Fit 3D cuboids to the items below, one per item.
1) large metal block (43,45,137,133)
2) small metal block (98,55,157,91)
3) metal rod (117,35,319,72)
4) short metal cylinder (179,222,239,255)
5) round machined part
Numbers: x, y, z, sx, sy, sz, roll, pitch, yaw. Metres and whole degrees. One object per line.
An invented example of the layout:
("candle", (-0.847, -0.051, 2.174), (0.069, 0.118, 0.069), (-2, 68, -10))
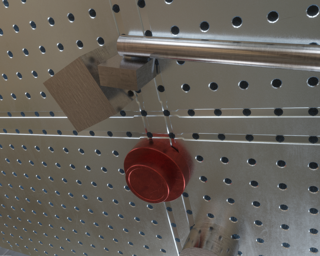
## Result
("large metal block", (-0.093, -0.050, 0.413), (0.080, 0.050, 0.080), (-22, 107, 36))
("small metal block", (-0.038, -0.069, 0.373), (0.050, 0.050, 0.025), (11, 123, 22))
("metal rod", (0.092, -0.075, 0.316), (0.301, 0.025, 0.025), (10, 123, 22))
("short metal cylinder", (0.076, 0.193, 0.475), (0.080, 0.050, 0.079), (13, 124, 21))
("round machined part", (-0.010, 0.070, 0.449), (0.098, 0.042, 0.097), (13, 124, 21))
